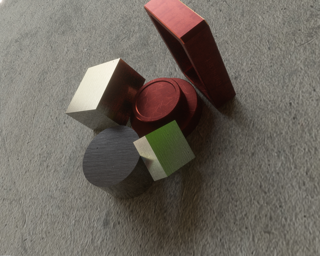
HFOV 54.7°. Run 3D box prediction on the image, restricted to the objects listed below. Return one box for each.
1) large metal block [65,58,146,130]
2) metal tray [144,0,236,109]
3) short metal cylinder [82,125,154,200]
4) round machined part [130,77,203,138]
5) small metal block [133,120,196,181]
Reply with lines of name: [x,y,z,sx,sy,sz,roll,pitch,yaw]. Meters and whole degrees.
large metal block: [-0.077,-0.045,0.440,0.080,0.050,0.080,-3,59,46]
metal tray: [0.039,-0.089,0.370,0.030,0.130,0.090,-38,51,3]
short metal cylinder: [-0.048,0.043,0.387,0.080,0.050,0.080,-13,56,20]
round machined part: [0.003,-0.028,0.410,0.098,0.042,0.098,-13,56,20]
small metal block: [0.006,0.025,0.356,0.025,0.050,0.050,-29,89,49]
